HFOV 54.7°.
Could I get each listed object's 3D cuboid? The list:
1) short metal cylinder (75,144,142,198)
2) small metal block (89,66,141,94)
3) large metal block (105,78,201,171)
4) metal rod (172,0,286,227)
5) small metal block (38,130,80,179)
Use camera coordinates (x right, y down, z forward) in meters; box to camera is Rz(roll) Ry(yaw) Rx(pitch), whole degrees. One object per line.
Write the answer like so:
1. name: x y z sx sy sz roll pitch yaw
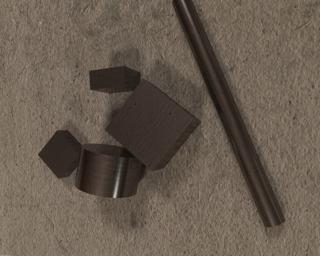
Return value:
1. short metal cylinder: -0.066 0.053 0.402 0.080 0.080 0.050 12 94 19
2. small metal block: -0.059 -0.063 0.415 0.050 0.050 0.025 -4 89 19
3. large metal block: -0.008 -0.003 0.395 0.080 0.050 0.080 40 98 15
4. metal rod: 0.081 -0.027 0.380 0.025 0.025 0.299 -24 82 18
5. small metal block: -0.143 0.038 0.458 0.050 0.025 0.050 44 103 14
